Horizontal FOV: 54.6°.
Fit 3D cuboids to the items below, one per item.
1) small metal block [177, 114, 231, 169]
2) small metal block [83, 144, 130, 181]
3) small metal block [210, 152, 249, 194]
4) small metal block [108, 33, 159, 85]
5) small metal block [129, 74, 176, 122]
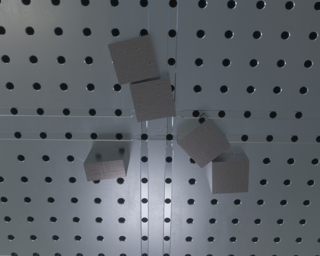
[{"bbox_3d":[0.058,0.018,0.420,0.050,0.025,0.050,-40,106,13],"label":"small metal block"},{"bbox_3d":[-0.070,0.045,0.416,0.050,0.050,0.025,-7,110,2],"label":"small metal block"},{"bbox_3d":[0.097,0.064,0.437,0.050,0.025,0.050,-3,110,1],"label":"small metal block"},{"bbox_3d":[-0.031,-0.085,0.382,0.050,0.025,0.050,-13,110,4],"label":"small metal block"},{"bbox_3d":[-0.008,-0.039,0.399,0.050,0.025,0.050,-10,110,3],"label":"small metal block"}]
